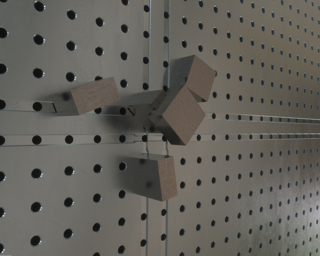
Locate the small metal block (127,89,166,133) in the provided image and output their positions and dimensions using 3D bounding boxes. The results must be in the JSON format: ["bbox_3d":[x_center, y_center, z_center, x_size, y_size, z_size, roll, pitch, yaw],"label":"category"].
[{"bbox_3d":[-0.005,-0.019,0.390,0.025,0.050,0.050,-53,121,-27],"label":"small metal block"}]

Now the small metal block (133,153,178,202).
[{"bbox_3d":[-0.007,0.060,0.389,0.025,0.050,0.050,-12,98,-40],"label":"small metal block"}]

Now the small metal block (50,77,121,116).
[{"bbox_3d":[-0.079,-0.033,0.328,0.050,0.050,0.025,-27,107,-37],"label":"small metal block"}]

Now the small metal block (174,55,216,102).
[{"bbox_3d":[0.052,-0.071,0.455,0.050,0.025,0.050,29,72,-37],"label":"small metal block"}]

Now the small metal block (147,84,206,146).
[{"bbox_3d":[0.021,-0.015,0.364,0.050,0.025,0.050,51,60,-28],"label":"small metal block"}]
